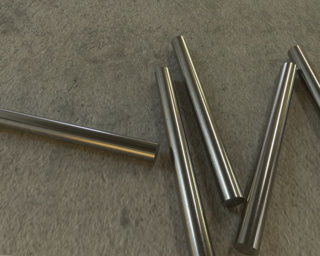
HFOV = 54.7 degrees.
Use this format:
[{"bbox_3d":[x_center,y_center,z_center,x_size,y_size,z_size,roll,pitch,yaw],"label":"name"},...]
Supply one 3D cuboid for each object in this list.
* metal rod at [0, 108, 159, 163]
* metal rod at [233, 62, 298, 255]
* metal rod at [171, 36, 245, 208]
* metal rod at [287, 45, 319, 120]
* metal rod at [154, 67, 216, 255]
[{"bbox_3d":[-0.149,-0.001,0.401,0.301,0.025,0.025,12,51,9],"label":"metal rod"},{"bbox_3d":[0.143,0.014,0.393,0.025,0.025,0.301,18,52,14],"label":"metal rod"},{"bbox_3d":[0.055,-0.033,0.431,0.025,0.025,0.300,-7,50,-6],"label":"metal rod"},{"bbox_3d":[0.229,-0.011,0.415,0.025,0.025,0.300,-1,50,-2],"label":"metal rod"},{"bbox_3d":[0.024,0.030,0.378,0.025,0.025,0.300,-6,50,-5],"label":"metal rod"}]
